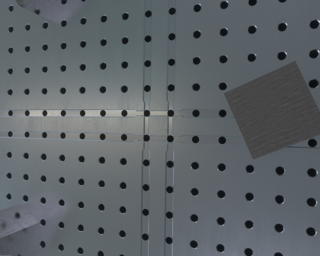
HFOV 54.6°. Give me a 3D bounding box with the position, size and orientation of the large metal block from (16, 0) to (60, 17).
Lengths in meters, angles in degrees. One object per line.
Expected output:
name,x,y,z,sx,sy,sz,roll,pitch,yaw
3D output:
large metal block,-0.184,-0.232,0.465,0.080,0.050,0.080,-35,79,16

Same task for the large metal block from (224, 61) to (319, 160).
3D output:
large metal block,0.130,-0.018,0.354,0.080,0.050,0.080,-24,82,18

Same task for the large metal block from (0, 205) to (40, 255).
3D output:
large metal block,-0.245,0.173,0.471,0.050,0.080,0.080,30,100,17
